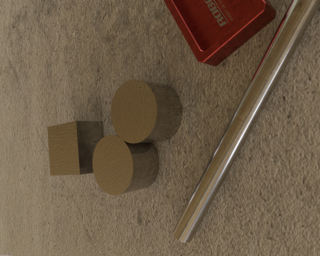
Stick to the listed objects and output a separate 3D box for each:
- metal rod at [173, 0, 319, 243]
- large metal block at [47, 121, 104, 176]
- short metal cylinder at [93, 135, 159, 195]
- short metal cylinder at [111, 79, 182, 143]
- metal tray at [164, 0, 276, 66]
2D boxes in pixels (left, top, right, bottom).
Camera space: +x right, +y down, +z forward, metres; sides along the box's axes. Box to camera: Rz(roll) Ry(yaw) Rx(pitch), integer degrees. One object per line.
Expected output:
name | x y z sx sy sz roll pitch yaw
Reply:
metal rod | 0.084 0.003 0.335 0.025 0.025 0.298 36 112 34
large metal block | -0.135 0.033 0.500 0.080 0.050 0.080 -9 85 39
short metal cylinder | -0.048 0.049 0.428 0.080 0.050 0.080 0 90 40
short metal cylinder | -0.018 -0.021 0.404 0.080 0.050 0.080 0 90 40
metal tray | 0.058 -0.148 0.353 0.090 0.030 0.130 -38 67 33
